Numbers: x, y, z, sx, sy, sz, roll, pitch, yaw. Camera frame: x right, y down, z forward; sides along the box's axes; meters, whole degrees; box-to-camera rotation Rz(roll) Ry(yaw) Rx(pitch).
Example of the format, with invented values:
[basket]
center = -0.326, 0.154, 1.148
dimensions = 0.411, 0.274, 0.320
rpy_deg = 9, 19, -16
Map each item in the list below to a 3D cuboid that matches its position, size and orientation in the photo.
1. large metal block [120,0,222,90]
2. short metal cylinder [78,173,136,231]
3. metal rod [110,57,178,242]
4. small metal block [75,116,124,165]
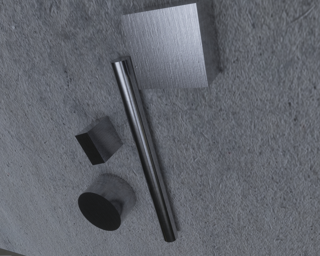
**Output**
[large metal block]
center = 0.015, -0.088, 0.328
dimensions = 0.080, 0.050, 0.080
rpy_deg = 2, 119, 27
[short metal cylinder]
center = -0.087, 0.122, 0.512
dimensions = 0.080, 0.050, 0.079
rpy_deg = 13, 124, 21
[metal rod]
center = -0.016, 0.047, 0.443
dimensions = 0.025, 0.025, 0.298
rpy_deg = 0, 119, 28
[small metal block]
center = -0.086, 0.018, 0.447
dimensions = 0.025, 0.050, 0.050
rpy_deg = -15, 111, 34
